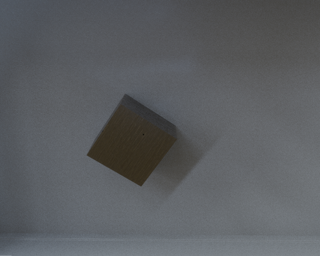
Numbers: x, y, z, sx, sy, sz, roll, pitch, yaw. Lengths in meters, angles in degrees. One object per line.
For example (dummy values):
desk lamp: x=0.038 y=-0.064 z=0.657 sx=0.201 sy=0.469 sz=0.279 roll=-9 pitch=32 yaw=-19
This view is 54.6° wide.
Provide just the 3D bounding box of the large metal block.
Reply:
large metal block: x=-0.035 y=0.015 z=0.403 sx=0.080 sy=0.050 sz=0.080 roll=32 pitch=107 yaw=-11
